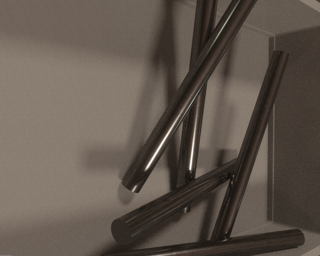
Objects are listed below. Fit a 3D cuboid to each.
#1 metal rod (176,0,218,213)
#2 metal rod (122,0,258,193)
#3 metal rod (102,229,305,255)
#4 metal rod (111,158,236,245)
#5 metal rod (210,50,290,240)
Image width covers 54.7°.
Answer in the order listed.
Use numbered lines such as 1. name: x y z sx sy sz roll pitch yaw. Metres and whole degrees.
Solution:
1. metal rod: 0.045 -0.030 0.401 0.025 0.025 0.298 -7 108 -40
2. metal rod: 0.041 -0.054 0.366 0.025 0.025 0.299 27 97 -37
3. metal rod: 0.074 0.163 0.416 0.303 0.025 0.025 2 89 -23
4. metal rod: 0.052 0.078 0.406 0.302 0.025 0.025 -11 98 -54
5. metal rod: 0.132 0.031 0.455 0.025 0.025 0.299 21 87 -39
